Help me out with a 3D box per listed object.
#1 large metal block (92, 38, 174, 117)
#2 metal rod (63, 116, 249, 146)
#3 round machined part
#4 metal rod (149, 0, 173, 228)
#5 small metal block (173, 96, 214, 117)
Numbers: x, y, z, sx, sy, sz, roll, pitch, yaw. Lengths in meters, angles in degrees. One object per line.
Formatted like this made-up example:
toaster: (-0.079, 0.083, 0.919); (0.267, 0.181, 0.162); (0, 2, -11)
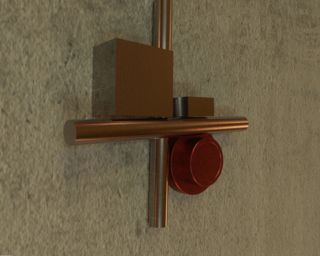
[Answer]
large metal block: (-0.031, -0.053, 0.364); (0.081, 0.050, 0.079); (1, 90, -40)
metal rod: (0.024, -0.001, 0.396); (0.302, 0.025, 0.025); (-3, 92, -44)
round machined part: (0.053, 0.047, 0.441); (0.099, 0.042, 0.097); (0, 90, -40)
metal rod: (0.001, -0.022, 0.409); (0.025, 0.025, 0.298); (2, 89, -40)
small metal block: (0.038, -0.028, 0.425); (0.050, 0.050, 0.025); (-2, 92, -40)
